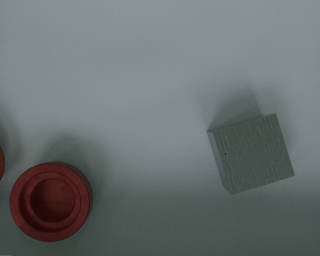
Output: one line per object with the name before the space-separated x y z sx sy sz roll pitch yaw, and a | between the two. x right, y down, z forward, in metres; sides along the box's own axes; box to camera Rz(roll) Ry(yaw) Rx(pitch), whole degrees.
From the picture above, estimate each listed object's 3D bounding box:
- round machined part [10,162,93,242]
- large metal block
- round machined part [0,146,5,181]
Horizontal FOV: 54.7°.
round machined part | -0.136 0.092 0.401 0.099 0.042 0.097 0 90 -1
large metal block | 0.114 0.032 0.401 0.080 0.050 0.080 -17 90 -1
round machined part | -0.250 0.048 0.385 0.099 0.042 0.098 7 77 -33
